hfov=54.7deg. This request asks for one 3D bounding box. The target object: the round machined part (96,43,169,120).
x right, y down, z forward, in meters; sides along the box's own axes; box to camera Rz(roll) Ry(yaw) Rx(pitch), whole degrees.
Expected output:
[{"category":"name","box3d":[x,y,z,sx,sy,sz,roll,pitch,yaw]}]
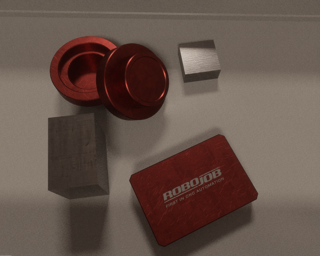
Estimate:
[{"category":"round machined part","box3d":[-0.027,-0.059,0.393,0.099,0.042,0.097,1,88,-40]}]

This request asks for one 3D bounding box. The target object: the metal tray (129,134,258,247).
[{"category":"metal tray","box3d":[0.040,0.075,0.380,0.131,0.030,0.090,-24,72,-9]}]

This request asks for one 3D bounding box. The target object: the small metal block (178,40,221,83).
[{"category":"small metal block","box3d":[0.056,-0.096,0.445,0.050,0.025,0.050,-8,70,-4]}]

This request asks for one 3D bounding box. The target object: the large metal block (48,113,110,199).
[{"category":"large metal block","box3d":[-0.094,0.037,0.366,0.050,0.080,0.080,-6,70,-3]}]

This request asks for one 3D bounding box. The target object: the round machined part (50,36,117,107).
[{"category":"round machined part","box3d":[-0.095,-0.073,0.426,0.099,0.042,0.098,0,70,-1]}]
